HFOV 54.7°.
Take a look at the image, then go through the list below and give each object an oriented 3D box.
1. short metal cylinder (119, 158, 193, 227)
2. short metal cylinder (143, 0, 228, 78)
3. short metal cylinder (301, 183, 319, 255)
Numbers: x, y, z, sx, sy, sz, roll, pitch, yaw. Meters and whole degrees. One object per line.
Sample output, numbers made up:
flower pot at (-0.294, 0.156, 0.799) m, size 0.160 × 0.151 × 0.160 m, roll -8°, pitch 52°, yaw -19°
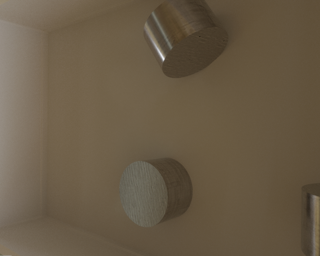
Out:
short metal cylinder at (-0.006, 0.080, 0.395) m, size 0.080 × 0.050 × 0.080 m, roll 0°, pitch 90°, yaw 40°
short metal cylinder at (0.028, -0.101, 0.348) m, size 0.080 × 0.081 × 0.050 m, roll -40°, pitch 66°, yaw 33°
short metal cylinder at (0.155, 0.076, 0.243) m, size 0.080 × 0.081 × 0.050 m, roll 1°, pitch 91°, yaw 40°
